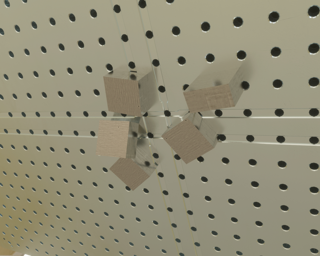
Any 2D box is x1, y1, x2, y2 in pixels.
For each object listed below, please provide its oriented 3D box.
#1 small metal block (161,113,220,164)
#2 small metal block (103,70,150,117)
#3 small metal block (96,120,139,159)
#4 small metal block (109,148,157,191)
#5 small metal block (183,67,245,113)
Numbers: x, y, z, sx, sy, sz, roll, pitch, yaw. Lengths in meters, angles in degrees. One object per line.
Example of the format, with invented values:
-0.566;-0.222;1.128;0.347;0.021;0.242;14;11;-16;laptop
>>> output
0.039;0.012;0.398;0.050;0.025;0.050;48;129;-6;small metal block
-0.043;-0.046;0.406;0.050;0.025;0.050;11;123;22;small metal block
-0.060;0.016;0.438;0.050;0.025;0.050;3;85;26;small metal block
-0.041;0.060;0.471;0.050;0.025;0.050;43;129;-2;small metal block
0.060;-0.041;0.338;0.050;0.050;0.025;-7;115;31;small metal block
